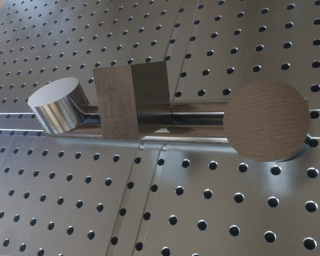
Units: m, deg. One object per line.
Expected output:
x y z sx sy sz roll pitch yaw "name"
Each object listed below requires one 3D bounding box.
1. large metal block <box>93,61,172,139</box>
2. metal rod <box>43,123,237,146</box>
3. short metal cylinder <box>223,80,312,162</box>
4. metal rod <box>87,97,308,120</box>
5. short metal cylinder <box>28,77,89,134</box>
-0.029 -0.036 0.372 0.050 0.080 0.079 1 104 29 "large metal block"
-0.045 0.006 0.428 0.300 0.025 0.025 1 62 28 "metal rod"
0.112 -0.005 0.319 0.080 0.050 0.080 -4 82 28 "short metal cylinder"
0.028 -0.024 0.407 0.300 0.025 0.025 1 62 28 "metal rod"
-0.152 -0.036 0.475 0.080 0.050 0.080 -14 34 10 "short metal cylinder"
